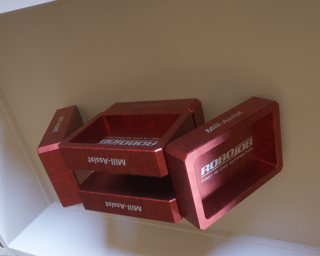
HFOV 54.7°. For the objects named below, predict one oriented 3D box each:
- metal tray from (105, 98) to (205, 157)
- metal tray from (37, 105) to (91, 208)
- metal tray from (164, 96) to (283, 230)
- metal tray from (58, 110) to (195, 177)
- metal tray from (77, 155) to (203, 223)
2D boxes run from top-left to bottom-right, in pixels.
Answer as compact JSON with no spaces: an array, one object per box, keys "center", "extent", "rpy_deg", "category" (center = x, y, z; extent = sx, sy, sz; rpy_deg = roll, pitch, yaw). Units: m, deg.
[{"center":[-0.004,0.010,0.412],"extent":[0.130,0.030,0.089],"rpy_deg":[-1,118,28],"category":"metal tray"},{"center":[-0.123,0.033,0.426],"extent":[0.030,0.130,0.089],"rpy_deg":[-15,116,0],"category":"metal tray"},{"center":[0.073,0.033,0.322],"extent":[0.030,0.131,0.089],"rpy_deg":[23,134,52],"category":"metal tray"},{"center":[-0.036,0.013,0.352],"extent":[0.130,0.090,0.030],"rpy_deg":[0,118,28],"category":"metal tray"},{"center":[-0.022,0.066,0.378],"extent":[0.130,0.090,0.030],"rpy_deg":[0,118,28],"category":"metal tray"}]
